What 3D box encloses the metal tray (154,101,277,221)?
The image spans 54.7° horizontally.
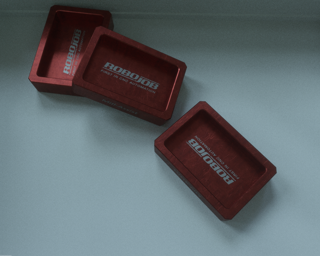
[{"bbox_3d":[0.067,0.039,0.393,0.090,0.030,0.130,-41,75,-14],"label":"metal tray"}]

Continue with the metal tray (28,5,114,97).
[{"bbox_3d":[-0.124,-0.112,0.446,0.091,0.030,0.130,7,70,2],"label":"metal tray"}]

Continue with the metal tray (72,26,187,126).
[{"bbox_3d":[-0.038,-0.068,0.411,0.131,0.030,0.090,21,70,-11],"label":"metal tray"}]
